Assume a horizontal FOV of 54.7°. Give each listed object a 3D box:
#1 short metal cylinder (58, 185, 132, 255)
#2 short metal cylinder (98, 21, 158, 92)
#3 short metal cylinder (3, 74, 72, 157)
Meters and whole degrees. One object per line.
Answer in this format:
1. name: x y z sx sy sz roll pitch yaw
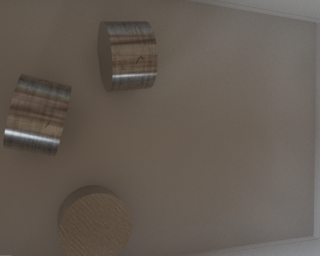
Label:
1. short metal cylinder: -0.079 0.112 0.368 0.081 0.050 0.080 0 90 -20
2. short metal cylinder: -0.041 -0.084 0.366 0.050 0.080 0.080 -8 93 -20
3. short metal cylinder: -0.130 -0.013 0.333 0.050 0.080 0.080 13 86 -20
